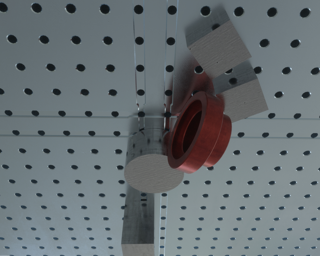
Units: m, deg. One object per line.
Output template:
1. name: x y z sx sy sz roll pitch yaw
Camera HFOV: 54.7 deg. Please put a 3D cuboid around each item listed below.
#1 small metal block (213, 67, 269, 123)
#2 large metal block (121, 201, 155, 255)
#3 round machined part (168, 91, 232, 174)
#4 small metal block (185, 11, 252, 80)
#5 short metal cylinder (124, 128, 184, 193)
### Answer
1. small metal block: 0.099 -0.039 0.380 0.050 0.025 0.050 -21 127 16
2. large metal block: -0.034 0.182 0.530 0.050 0.080 0.079 0 130 0
3. round machined part: 0.050 0.008 0.371 0.042 0.098 0.097 22 127 -14
4. small metal block: 0.063 -0.088 0.337 0.050 0.025 0.050 -29 125 22
5. short metal cylinder: -0.008 0.047 0.435 0.081 0.050 0.079 0 131 0
